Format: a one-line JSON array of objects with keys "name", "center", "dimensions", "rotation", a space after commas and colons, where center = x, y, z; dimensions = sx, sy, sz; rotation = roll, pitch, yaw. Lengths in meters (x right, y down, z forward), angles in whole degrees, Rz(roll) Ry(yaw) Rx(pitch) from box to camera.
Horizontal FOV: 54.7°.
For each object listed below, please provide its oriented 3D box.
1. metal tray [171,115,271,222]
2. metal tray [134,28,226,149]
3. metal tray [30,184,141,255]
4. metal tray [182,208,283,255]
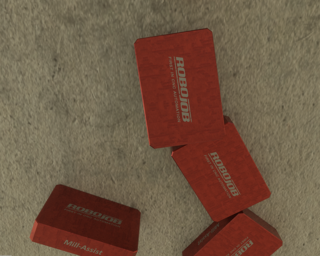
[{"name": "metal tray", "center": [0.084, 0.059, 0.430], "dimensions": [0.090, 0.030, 0.130], "rotation": [-29, 108, 9]}, {"name": "metal tray", "center": [0.024, -0.046, 0.373], "dimensions": [0.091, 0.030, 0.129], "rotation": [-8, 95, 3]}, {"name": "metal tray", "center": [-0.094, 0.131, 0.421], "dimensions": [0.131, 0.090, 0.030], "rotation": [20, 109, -8]}, {"name": "metal tray", "center": [0.109, 0.186, 0.478], "dimensions": [0.090, 0.030, 0.130], "rotation": [37, 106, -13]}]
